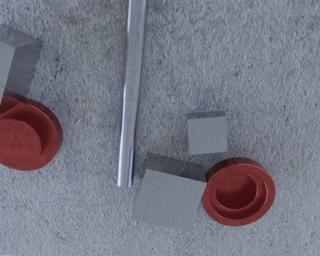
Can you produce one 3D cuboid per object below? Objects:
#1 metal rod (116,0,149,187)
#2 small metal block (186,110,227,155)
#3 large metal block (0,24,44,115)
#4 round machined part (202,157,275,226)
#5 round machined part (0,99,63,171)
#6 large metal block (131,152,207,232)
[{"bbox_3d":[-0.035,-0.062,0.386,0.025,0.025,0.298,5,110,-2],"label":"metal rod"},{"bbox_3d":[0.062,0.006,0.413,0.050,0.025,0.050,-5,110,1],"label":"small metal block"},{"bbox_3d":[-0.182,-0.068,0.353,0.050,0.080,0.079,22,109,-8],"label":"large metal block"},{"bbox_3d":[0.104,0.084,0.432,0.099,0.042,0.097,-1,111,-2],"label":"round machined part"},{"bbox_3d":[-0.182,0.013,0.404,0.099,0.042,0.097,0,110,0],"label":"round machined part"},{"bbox_3d":[0.011,0.088,0.429,0.080,0.050,0.079,14,110,-5],"label":"large metal block"}]
